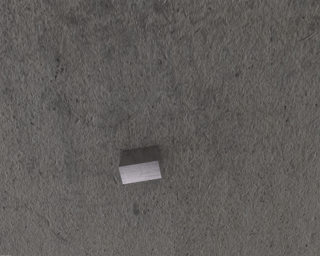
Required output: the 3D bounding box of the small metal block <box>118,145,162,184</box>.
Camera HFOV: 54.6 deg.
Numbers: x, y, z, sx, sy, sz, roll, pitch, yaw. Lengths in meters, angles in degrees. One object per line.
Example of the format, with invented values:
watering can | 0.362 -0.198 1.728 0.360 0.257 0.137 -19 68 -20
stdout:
small metal block | -0.025 0.048 0.414 0.050 0.050 0.025 -10 110 3
